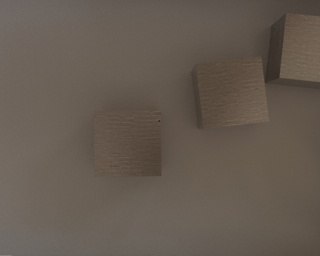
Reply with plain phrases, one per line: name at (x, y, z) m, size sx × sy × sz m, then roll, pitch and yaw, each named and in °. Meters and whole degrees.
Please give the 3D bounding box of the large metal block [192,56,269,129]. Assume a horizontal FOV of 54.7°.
large metal block at (0.088, -0.043, 0.400) m, size 0.081 × 0.050 × 0.079 m, roll -7°, pitch 90°, yaw -1°

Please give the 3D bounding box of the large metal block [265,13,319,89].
large metal block at (0.189, -0.097, 0.401) m, size 0.081 × 0.050 × 0.079 m, roll 6°, pitch 90°, yaw -1°

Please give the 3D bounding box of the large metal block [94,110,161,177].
large metal block at (-0.039, 0.018, 0.398) m, size 0.081 × 0.050 × 0.079 m, roll 0°, pitch 90°, yaw -1°
